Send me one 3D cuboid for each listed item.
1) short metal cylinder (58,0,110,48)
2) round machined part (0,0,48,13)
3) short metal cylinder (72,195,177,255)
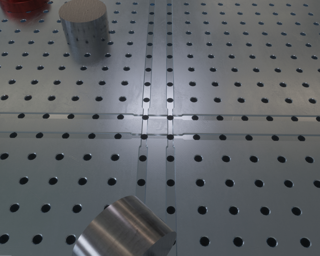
[{"bbox_3d":[-0.132,-0.186,0.546,0.080,0.050,0.080,0,50,0],"label":"short metal cylinder"},{"bbox_3d":[-0.282,-0.279,0.629,0.099,0.042,0.098,0,50,0],"label":"round machined part"},{"bbox_3d":[-0.031,0.109,0.280,0.050,0.080,0.080,36,59,26],"label":"short metal cylinder"}]
